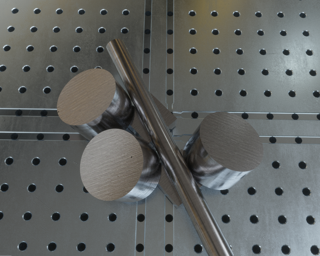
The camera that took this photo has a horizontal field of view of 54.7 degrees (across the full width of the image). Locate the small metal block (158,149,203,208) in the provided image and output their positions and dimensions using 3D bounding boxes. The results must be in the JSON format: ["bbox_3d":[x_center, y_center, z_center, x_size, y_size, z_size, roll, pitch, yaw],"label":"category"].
[{"bbox_3d":[0.024,0.063,0.385,0.050,0.025,0.050,-38,75,-13],"label":"small metal block"}]

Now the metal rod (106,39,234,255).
[{"bbox_3d":[0.003,0.014,0.376,0.025,0.025,0.299,-24,72,-9],"label":"metal rod"}]

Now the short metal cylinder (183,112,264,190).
[{"bbox_3d":[0.074,0.027,0.372,0.081,0.050,0.080,11,53,-15],"label":"short metal cylinder"}]

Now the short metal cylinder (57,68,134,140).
[{"bbox_3d":[-0.080,-0.028,0.389,0.080,0.050,0.080,-10,60,18],"label":"short metal cylinder"}]

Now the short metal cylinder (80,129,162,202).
[{"bbox_3d":[-0.045,0.045,0.363,0.080,0.050,0.080,-6,73,21],"label":"short metal cylinder"}]

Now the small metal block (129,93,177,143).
[{"bbox_3d":[-0.013,-0.009,0.411,0.050,0.025,0.050,-41,75,-14],"label":"small metal block"}]
